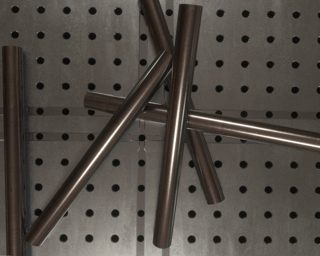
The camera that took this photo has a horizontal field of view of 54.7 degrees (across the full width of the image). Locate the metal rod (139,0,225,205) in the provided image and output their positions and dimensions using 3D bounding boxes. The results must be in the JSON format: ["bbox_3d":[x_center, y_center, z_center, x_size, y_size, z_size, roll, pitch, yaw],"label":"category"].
[{"bbox_3d":[0.028,-0.044,0.413,0.025,0.025,0.298,-18,90,0],"label":"metal rod"}]

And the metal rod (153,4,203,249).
[{"bbox_3d":[0.018,0.012,0.371,0.025,0.025,0.298,6,107,-1],"label":"metal rod"}]

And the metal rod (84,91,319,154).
[{"bbox_3d":[0.049,-0.009,0.385,0.301,0.025,0.025,11,90,11],"label":"metal rod"}]

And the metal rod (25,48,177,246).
[{"bbox_3d":[-0.077,0.031,0.386,0.025,0.025,0.299,38,100,-1],"label":"metal rod"}]

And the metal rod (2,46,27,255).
[{"bbox_3d":[-0.192,0.043,0.410,0.025,0.025,0.298,-1,90,-1],"label":"metal rod"}]
